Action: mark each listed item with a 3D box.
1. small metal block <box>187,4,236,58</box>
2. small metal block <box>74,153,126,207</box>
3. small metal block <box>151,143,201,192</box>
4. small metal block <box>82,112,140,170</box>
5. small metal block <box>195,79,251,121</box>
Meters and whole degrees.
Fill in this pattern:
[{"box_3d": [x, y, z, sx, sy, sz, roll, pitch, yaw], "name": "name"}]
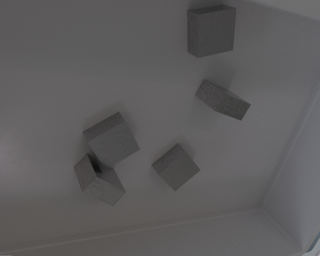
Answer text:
[{"box_3d": [0.061, -0.116, 0.370, 0.050, 0.025, 0.050, -17, 125, -19], "name": "small metal block"}, {"box_3d": [-0.076, 0.065, 0.391, 0.025, 0.050, 0.050, -47, 129, 5], "name": "small metal block"}, {"box_3d": [0.024, 0.058, 0.458, 0.050, 0.025, 0.050, -40, 130, -1], "name": "small metal block"}, {"box_3d": [-0.060, 0.016, 0.386, 0.050, 0.025, 0.050, -30, 129, -9], "name": "small metal block"}, {"box_3d": [0.084, -0.038, 0.415, 0.050, 0.050, 0.025, 16, 110, -35], "name": "small metal block"}]
